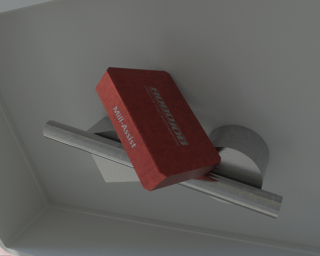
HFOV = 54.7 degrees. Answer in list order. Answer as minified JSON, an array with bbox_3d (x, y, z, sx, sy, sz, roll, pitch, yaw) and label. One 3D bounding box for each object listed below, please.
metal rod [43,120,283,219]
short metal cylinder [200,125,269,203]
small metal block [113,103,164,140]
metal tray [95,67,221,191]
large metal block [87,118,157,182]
[{"bbox_3d":[-0.012,0.043,0.372,0.301,0.025,0.025,17,125,18],"label":"metal rod"},{"bbox_3d":[0.085,0.044,0.372,0.080,0.050,0.079,13,124,20],"label":"short metal cylinder"},{"bbox_3d":[-0.027,-0.016,0.366,0.050,0.025,0.050,-15,77,5],"label":"small metal block"},{"bbox_3d":[-0.002,-0.005,0.329,0.030,0.091,0.130,-47,61,38],"label":"metal tray"},{"bbox_3d":[-0.048,0.027,0.432,0.080,0.050,0.080,-8,115,31],"label":"large metal block"}]
